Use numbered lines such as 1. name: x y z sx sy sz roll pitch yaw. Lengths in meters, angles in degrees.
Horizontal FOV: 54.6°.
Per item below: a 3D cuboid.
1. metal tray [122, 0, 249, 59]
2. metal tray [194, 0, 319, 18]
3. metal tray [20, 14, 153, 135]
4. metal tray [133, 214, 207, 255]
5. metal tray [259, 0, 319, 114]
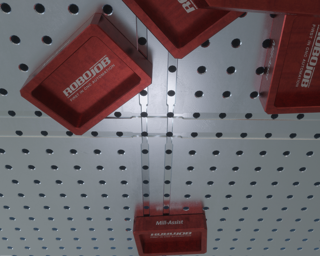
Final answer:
1. metal tray: 0.011 -0.139 0.289 0.090 0.030 0.130 -33 123 25
2. metal tray: 0.098 -0.142 0.253 0.131 0.030 0.089 0 108 -12
3. metal tray: -0.084 -0.055 0.360 0.130 0.030 0.090 -33 123 25
4. metal tray: 0.021 0.202 0.579 0.131 0.030 0.090 -4 130 3
5. metal tray: 0.168 -0.076 0.344 0.090 0.030 0.129 -2 130 2
